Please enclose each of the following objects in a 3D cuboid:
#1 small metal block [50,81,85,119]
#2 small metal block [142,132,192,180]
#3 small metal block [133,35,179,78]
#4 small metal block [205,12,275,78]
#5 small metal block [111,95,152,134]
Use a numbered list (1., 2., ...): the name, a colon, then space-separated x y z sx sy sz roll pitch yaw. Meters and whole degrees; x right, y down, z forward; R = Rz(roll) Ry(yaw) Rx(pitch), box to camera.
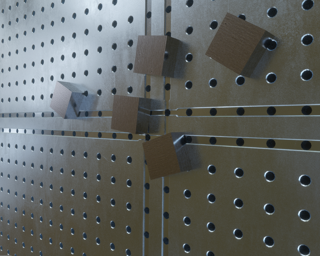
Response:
1. small metal block: -0.163 -0.049 0.541 0.050 0.025 0.050 34 111 34
2. small metal block: 0.009 0.036 0.401 0.050 0.025 0.050 -22 76 37
3. small metal block: -0.006 -0.095 0.412 0.050 0.025 0.050 14 99 38
4. small metal block: 0.086 -0.090 0.338 0.050 0.025 0.050 41 115 32
5. small metal block: -0.042 -0.020 0.441 0.050 0.025 0.050 10 97 39
